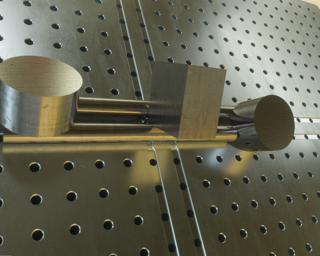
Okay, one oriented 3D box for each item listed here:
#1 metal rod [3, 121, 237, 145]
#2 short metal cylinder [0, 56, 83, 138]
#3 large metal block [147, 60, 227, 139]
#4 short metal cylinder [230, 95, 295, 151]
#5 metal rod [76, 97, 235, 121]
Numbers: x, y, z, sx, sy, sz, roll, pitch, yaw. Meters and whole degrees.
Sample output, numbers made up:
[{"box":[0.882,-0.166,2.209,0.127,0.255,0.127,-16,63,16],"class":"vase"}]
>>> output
[{"box":[-0.027,0.006,0.389,0.303,0.025,0.025,1,62,-28],"class":"metal rod"},{"box":[-0.127,-0.035,0.326,0.081,0.050,0.080,15,34,-10],"class":"short metal cylinder"},{"box":[0.029,-0.036,0.372,0.050,0.080,0.079,1,103,-28],"class":"large metal block"},{"box":[0.151,-0.005,0.460,0.081,0.050,0.080,4,82,-27],"class":"short metal cylinder"},{"box":[0.031,-0.024,0.438,0.303,0.025,0.025,1,62,-28],"class":"metal rod"}]
